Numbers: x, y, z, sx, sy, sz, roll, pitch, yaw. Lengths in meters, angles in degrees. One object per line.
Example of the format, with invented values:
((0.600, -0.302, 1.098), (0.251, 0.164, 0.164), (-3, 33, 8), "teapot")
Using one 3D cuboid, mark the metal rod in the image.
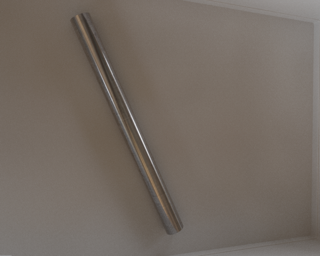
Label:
((-0.038, 0.001, 0.397), (0.025, 0.025, 0.299), (-26, 99, -18), "metal rod")
